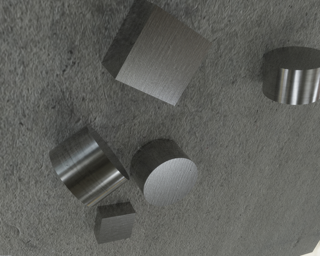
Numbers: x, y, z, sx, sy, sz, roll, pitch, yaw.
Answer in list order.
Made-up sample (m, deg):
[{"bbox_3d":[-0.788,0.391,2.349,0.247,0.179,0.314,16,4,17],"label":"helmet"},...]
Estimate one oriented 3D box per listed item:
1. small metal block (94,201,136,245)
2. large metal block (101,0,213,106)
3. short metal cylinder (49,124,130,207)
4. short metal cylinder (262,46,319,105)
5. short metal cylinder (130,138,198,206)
[{"bbox_3d":[-0.067,0.139,0.456,0.050,0.025,0.050,-2,120,-28],"label":"small metal block"},{"bbox_3d":[-0.004,-0.081,0.338,0.080,0.050,0.080,21,107,-36],"label":"large metal block"},{"bbox_3d":[-0.079,0.042,0.354,0.050,0.080,0.080,-37,129,-4],"label":"short metal cylinder"},{"bbox_3d":[0.185,-0.074,0.426,0.081,0.080,0.050,-20,126,-17],"label":"short metal cylinder"},{"bbox_3d":[0.005,0.061,0.431,0.081,0.050,0.079,-14,124,-21],"label":"short metal cylinder"}]
